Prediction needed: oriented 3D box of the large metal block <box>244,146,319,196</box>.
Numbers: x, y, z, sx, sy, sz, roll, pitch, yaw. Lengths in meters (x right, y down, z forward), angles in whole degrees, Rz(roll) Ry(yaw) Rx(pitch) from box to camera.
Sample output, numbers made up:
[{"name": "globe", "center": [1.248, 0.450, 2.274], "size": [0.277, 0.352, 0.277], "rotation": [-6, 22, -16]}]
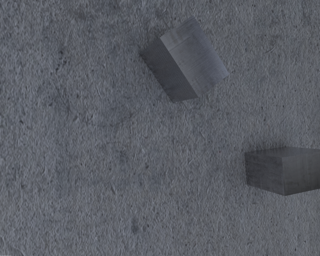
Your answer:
[{"name": "large metal block", "center": [0.182, 0.058, 0.447], "size": [0.081, 0.080, 0.050], "rotation": [-6, 92, -20]}]

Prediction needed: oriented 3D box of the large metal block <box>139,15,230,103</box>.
[{"name": "large metal block", "center": [0.027, -0.082, 0.390], "size": [0.050, 0.080, 0.080], "rotation": [-38, 103, -16]}]
